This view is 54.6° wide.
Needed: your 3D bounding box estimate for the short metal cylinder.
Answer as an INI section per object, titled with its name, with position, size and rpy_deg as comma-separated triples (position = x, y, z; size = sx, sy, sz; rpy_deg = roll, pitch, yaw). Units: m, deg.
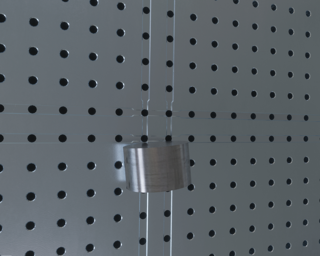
[short metal cylinder]
position = -0.003, 0.045, 0.382
size = 0.081, 0.080, 0.050
rpy_deg = -5, 92, -20
